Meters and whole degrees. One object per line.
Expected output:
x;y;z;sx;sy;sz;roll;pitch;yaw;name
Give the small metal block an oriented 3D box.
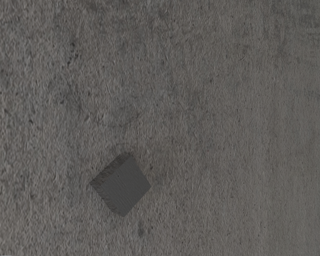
-0.045;0.067;0.366;0.050;0.025;0.050;-45;117;-31;small metal block
